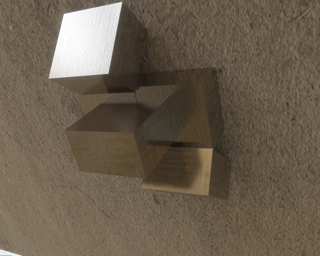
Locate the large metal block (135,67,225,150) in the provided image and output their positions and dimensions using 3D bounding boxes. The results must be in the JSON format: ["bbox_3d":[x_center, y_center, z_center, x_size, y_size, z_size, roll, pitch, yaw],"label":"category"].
[{"bbox_3d":[0.025,-0.022,0.362,0.080,0.050,0.079,1,119,27],"label":"large metal block"}]

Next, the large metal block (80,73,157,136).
[{"bbox_3d":[-0.047,-0.022,0.399,0.080,0.050,0.079,1,119,27],"label":"large metal block"}]

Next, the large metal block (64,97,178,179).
[{"bbox_3d":[-0.037,0.006,0.331,0.080,0.080,0.050,1,119,27],"label":"large metal block"}]

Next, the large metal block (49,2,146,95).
[{"bbox_3d":[-0.068,-0.085,0.347,0.080,0.050,0.080,1,75,28],"label":"large metal block"}]

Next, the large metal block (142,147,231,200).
[{"bbox_3d":[0.036,0.056,0.380,0.080,0.080,0.050,1,75,27],"label":"large metal block"}]
